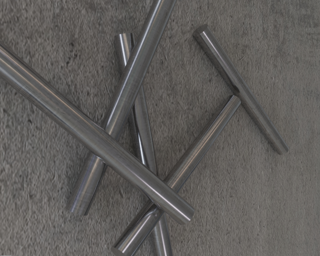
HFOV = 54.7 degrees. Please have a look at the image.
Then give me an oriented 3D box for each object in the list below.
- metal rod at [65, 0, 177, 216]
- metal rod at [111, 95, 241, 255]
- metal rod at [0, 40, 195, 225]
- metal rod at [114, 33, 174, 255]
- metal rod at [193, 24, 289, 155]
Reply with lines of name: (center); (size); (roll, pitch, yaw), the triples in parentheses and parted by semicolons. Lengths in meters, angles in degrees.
metal rod: (-0.034, -0.049, 0.348); (0.025, 0.025, 0.299); (27, 82, -37)
metal rod: (0.040, 0.044, 0.413); (0.301, 0.025, 0.025); (-47, 119, -38)
metal rod: (-0.074, 0.002, 0.305); (0.300, 0.025, 0.025); (43, 63, -19)
metal rod: (-0.018, 0.035, 0.389); (0.025, 0.025, 0.298); (-16, 101, -39)
metal rod: (0.149, -0.051, 0.529); (0.300, 0.025, 0.025); (46, 63, -30)
